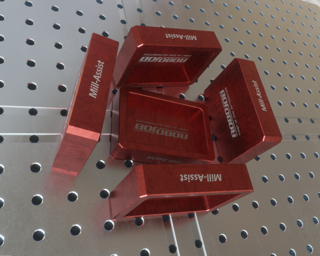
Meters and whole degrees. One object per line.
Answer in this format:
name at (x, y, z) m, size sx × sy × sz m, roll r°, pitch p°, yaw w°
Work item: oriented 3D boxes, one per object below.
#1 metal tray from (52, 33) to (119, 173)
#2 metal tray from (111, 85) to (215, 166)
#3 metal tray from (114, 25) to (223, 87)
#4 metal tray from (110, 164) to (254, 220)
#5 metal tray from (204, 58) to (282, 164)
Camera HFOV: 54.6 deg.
metal tray at (-0.081, -0.028, 0.339) m, size 0.030 × 0.090 × 0.130 m, roll 17°, pitch 55°, yaw -18°
metal tray at (0.004, 0.001, 0.405) m, size 0.131 × 0.030 × 0.090 m, roll 11°, pitch 57°, yaw -23°
metal tray at (0.009, -0.094, 0.428) m, size 0.131 × 0.090 × 0.030 m, roll -7°, pitch 65°, yaw -31°
metal tray at (0.022, 0.069, 0.336) m, size 0.131 × 0.090 × 0.030 m, roll 3°, pitch 61°, yaw -26°
metal tray at (0.110, -0.021, 0.438) m, size 0.030 × 0.090 × 0.130 m, roll 5°, pitch 60°, yaw -26°
